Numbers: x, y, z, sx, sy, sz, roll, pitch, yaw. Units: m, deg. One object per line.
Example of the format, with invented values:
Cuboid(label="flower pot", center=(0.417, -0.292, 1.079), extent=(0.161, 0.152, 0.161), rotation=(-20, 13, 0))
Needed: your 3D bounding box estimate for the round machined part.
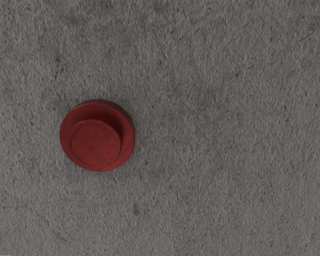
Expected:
Cuboid(label="round machined part", center=(-0.083, 0.014, 0.405), extent=(0.099, 0.042, 0.097), rotation=(0, 110, 0))
